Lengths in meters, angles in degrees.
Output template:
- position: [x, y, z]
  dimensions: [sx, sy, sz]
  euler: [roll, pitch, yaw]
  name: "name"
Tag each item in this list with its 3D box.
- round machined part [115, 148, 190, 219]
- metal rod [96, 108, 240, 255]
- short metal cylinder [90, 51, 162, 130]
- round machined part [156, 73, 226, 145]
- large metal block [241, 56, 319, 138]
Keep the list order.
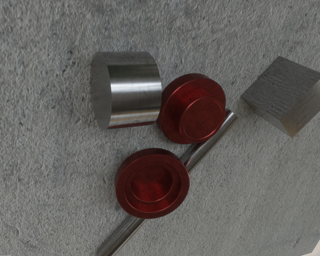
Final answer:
- position: [-0.013, 0.071, 0.423]
  dimensions: [0.099, 0.042, 0.097]
  euler: [-5, 112, -12]
  name: "round machined part"
- position: [0.008, 0.091, 0.467]
  dimensions: [0.299, 0.025, 0.025]
  euler: [-49, 129, 6]
  name: "metal rod"
- position: [-0.038, -0.040, 0.326]
  dimensions: [0.050, 0.080, 0.079]
  euler: [-7, 122, -25]
  name: "short metal cylinder"
- position: [0.047, -0.019, 0.410]
  dimensions: [0.099, 0.042, 0.097]
  euler: [-14, 124, -21]
  name: "round machined part"
- position: [0.179, -0.046, 0.441]
  dimensions: [0.080, 0.080, 0.050]
  euler: [-47, 129, 4]
  name: "large metal block"
